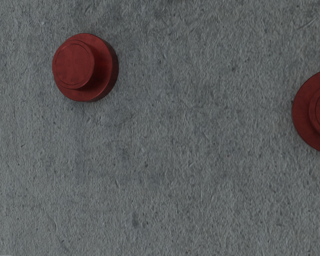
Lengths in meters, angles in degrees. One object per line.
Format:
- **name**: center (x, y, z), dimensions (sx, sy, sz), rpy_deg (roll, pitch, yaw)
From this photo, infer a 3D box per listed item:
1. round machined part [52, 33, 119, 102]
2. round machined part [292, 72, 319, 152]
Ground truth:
- **round machined part**: center (-0.112, -0.087, 0.439), dimensions (0.098, 0.042, 0.097), rpy_deg (0, 90, 20)
- **round machined part**: center (0.195, -0.018, 0.331), dimensions (0.098, 0.042, 0.097), rpy_deg (0, 90, 20)
